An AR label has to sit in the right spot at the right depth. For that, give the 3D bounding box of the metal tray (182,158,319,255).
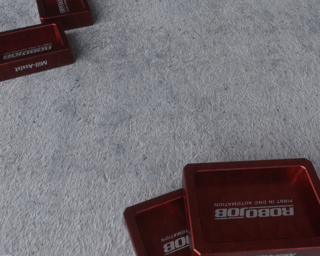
[{"bbox_3d":[0.091,0.076,0.296,0.131,0.030,0.090,-2,50,-2],"label":"metal tray"}]

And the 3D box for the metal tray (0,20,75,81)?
[{"bbox_3d":[-0.216,-0.127,0.505,0.131,0.030,0.090,-18,52,-15],"label":"metal tray"}]

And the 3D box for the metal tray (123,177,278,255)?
[{"bbox_3d":[0.039,0.105,0.311,0.131,0.030,0.090,-17,52,-14],"label":"metal tray"}]

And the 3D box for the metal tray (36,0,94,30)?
[{"bbox_3d":[-0.188,-0.237,0.597,0.091,0.030,0.130,-15,52,-13],"label":"metal tray"}]
